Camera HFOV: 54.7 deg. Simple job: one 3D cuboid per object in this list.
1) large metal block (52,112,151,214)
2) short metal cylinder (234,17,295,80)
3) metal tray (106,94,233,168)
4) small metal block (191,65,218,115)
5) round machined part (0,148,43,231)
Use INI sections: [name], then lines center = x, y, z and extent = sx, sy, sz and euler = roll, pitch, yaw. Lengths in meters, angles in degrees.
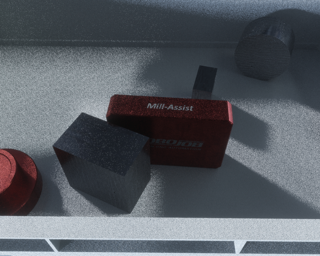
[large metal block]
center = -0.058, 0.039, 0.336
extent = 0.080, 0.080, 0.050
euler = 20, 53, 16
[short metal cylinder]
center = 0.160, -0.121, 0.473
extent = 0.080, 0.080, 0.050
euler = 18, 52, 14
[metal tray]
center = 0.010, 0.007, 0.357
extent = 0.131, 0.089, 0.030
euler = 3, 50, 2
[small metal block]
center = 0.061, -0.051, 0.432
extent = 0.025, 0.050, 0.050
euler = 12, 51, 9
[round machined part]
center = -0.186, 0.061, 0.340
extent = 0.099, 0.042, 0.098
euler = 0, 50, 0
